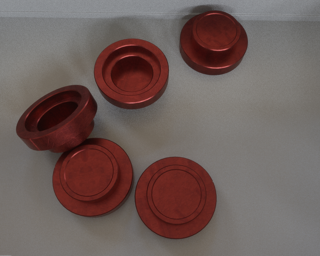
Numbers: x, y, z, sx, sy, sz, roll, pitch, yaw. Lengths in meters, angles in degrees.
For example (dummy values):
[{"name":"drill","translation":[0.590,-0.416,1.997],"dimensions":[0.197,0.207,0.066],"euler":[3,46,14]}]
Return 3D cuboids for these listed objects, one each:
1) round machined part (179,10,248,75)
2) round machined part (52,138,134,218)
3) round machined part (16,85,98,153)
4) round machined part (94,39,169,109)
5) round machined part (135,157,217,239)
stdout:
[{"name":"round machined part","translation":[0.078,-0.129,0.448],"dimensions":[0.099,0.042,0.098],"euler":[0,70,0]},{"name":"round machined part","translation":[-0.083,0.058,0.379],"dimensions":[0.099,0.042,0.098],"euler":[0,70,0]},{"name":"round machined part","translation":[-0.122,-0.007,0.386],"dimensions":[0.098,0.042,0.098],"euler":[-15,39,13]},{"name":"round machined part","translation":[-0.037,-0.070,0.426],"dimensions":[0.099,0.042,0.098],"euler":[0,70,0]},{"name":"round machined part","translation":[0.019,0.081,0.371],"dimensions":[0.099,0.042,0.098],"euler":[0,70,0]}]
